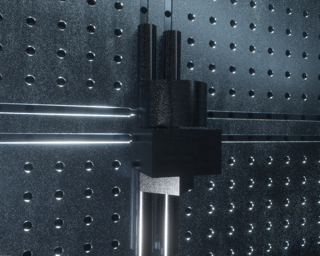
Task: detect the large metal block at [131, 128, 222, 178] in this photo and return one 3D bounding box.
[{"bbox_3d":[0.016,0.026,0.364,0.081,0.080,0.050,0,90,-20],"label":"large metal block"}]

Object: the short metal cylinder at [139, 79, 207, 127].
[{"bbox_3d":[0.016,-0.027,0.368,0.081,0.080,0.050,1,90,-20],"label":"short metal cylinder"}]

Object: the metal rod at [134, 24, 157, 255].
[{"bbox_3d":[-0.019,0.015,0.408,0.025,0.025,0.298,1,90,-20],"label":"metal rod"}]

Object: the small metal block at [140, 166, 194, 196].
[{"bbox_3d":[0.010,0.063,0.380,0.050,0.050,0.025,1,90,-65],"label":"small metal block"}]

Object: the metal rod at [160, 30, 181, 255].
[{"bbox_3d":[0.014,0.020,0.420,0.025,0.025,0.298,1,90,-20],"label":"metal rod"}]
